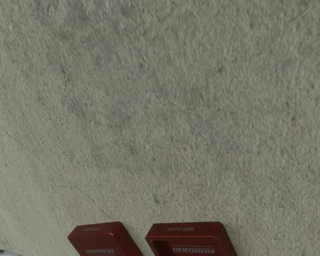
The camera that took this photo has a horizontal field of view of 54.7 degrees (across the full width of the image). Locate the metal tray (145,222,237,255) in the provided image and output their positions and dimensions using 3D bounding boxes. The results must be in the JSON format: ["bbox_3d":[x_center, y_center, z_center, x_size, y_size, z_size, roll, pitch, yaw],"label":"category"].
[{"bbox_3d":[0.051,0.196,0.496,0.130,0.030,0.090,-13,112,33],"label":"metal tray"}]

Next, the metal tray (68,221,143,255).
[{"bbox_3d":[-0.108,0.230,0.600,0.130,0.030,0.090,-18,110,34],"label":"metal tray"}]
